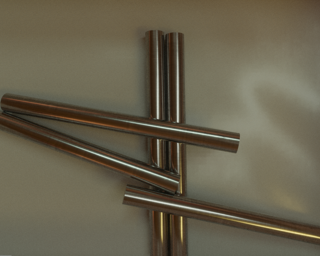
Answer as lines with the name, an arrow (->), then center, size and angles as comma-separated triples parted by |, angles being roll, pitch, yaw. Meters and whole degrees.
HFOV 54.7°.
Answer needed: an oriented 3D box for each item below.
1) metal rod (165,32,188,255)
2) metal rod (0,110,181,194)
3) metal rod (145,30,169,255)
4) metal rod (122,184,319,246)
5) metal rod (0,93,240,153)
metal rod -> 0.022, 0.026, 0.409 | 0.025, 0.025, 0.298 | -1, 90, -1
metal rod -> -0.120, 0.021, 0.396 | 0.301, 0.025, 0.025 | 19, 90, 5
metal rod -> -0.004, 0.024, 0.408 | 0.025, 0.025, 0.298 | -1, 90, -1
metal rod -> 0.103, 0.116, 0.394 | 0.302, 0.025, 0.025 | 13, 90, -6
metal rod -> -0.054, -0.008, 0.390 | 0.302, 0.025, 0.025 | 10, 90, 6
